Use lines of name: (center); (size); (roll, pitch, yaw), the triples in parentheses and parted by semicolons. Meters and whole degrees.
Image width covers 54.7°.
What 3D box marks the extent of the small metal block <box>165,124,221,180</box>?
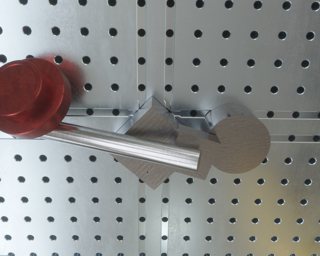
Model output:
small metal block: (0.038, 0.029, 0.369); (0.050, 0.025, 0.050); (17, 109, -7)

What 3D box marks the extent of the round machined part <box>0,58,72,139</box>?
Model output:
round machined part: (-0.158, -0.039, 0.359); (0.098, 0.042, 0.098); (-3, 71, 10)

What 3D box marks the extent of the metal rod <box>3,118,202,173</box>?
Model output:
metal rod: (-0.102, 0.008, 0.369); (0.301, 0.025, 0.025); (11, 111, 13)

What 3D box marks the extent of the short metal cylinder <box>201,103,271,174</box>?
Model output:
short metal cylinder: (0.096, 0.013, 0.406); (0.081, 0.050, 0.079); (0, 110, -1)

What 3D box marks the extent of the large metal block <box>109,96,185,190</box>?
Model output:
large metal block: (-0.009, 0.019, 0.405); (0.080, 0.050, 0.080); (42, 104, -14)
